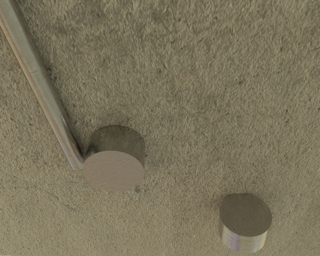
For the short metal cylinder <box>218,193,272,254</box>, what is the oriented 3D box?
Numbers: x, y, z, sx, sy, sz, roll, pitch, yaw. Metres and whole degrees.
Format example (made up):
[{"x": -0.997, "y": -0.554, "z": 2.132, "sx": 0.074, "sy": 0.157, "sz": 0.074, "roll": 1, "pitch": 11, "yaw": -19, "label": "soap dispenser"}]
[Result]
[{"x": 0.136, "y": 0.154, "z": 0.504, "sx": 0.080, "sy": 0.080, "sz": 0.050, "roll": -3, "pitch": 130, "yaw": 2, "label": "short metal cylinder"}]

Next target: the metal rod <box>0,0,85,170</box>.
[{"x": -0.141, "y": -0.060, "z": 0.354, "sx": 0.025, "sy": 0.025, "sz": 0.298, "roll": -7, "pitch": 130, "yaw": 6, "label": "metal rod"}]

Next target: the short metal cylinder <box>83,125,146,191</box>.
[{"x": -0.061, "y": 0.042, "z": 0.426, "sx": 0.081, "sy": 0.050, "sz": 0.079, "roll": 0, "pitch": 130, "yaw": 0, "label": "short metal cylinder"}]
